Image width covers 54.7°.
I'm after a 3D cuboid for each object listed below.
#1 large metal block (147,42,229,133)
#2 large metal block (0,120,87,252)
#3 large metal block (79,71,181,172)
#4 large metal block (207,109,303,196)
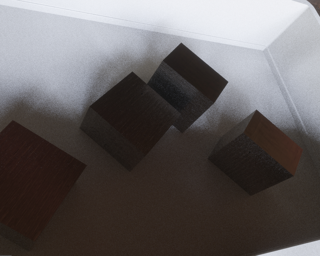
[{"bbox_3d":[0.030,-0.052,0.418,0.080,0.080,0.050,40,51,-2],"label":"large metal block"},{"bbox_3d":[-0.129,0.053,0.287,0.080,0.050,0.080,33,51,-7],"label":"large metal block"},{"bbox_3d":[-0.035,-0.009,0.376,0.080,0.050,0.080,41,51,0],"label":"large metal block"},{"bbox_3d":[0.126,0.035,0.416,0.080,0.080,0.050,41,51,-1],"label":"large metal block"}]
